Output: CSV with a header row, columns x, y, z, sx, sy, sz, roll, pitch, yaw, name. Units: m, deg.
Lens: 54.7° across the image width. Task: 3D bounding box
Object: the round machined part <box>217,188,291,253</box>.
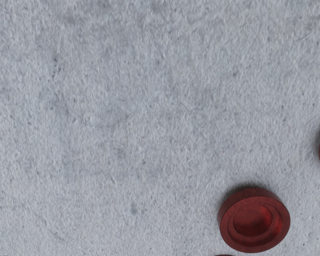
x,y,z,sx,sy,sz,roll,pitch,yaw,name
0.132,0.129,0.450,0.099,0.042,0.097,0,110,-1,round machined part
